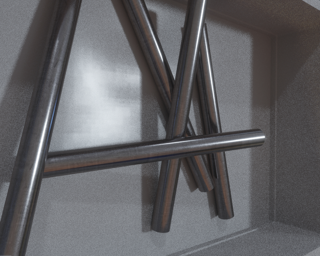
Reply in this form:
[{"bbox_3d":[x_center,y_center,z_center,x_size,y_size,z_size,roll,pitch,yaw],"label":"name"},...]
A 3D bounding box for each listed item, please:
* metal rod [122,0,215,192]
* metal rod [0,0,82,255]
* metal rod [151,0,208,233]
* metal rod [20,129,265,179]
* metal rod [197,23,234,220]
[{"bbox_3d":[0.015,-0.042,0.418,0.025,0.025,0.299,-36,112,-34],"label":"metal rod"},{"bbox_3d":[-0.108,-0.028,0.293,0.025,0.025,0.299,20,71,-38],"label":"metal rod"},{"bbox_3d":[0.024,-0.014,0.398,0.025,0.025,0.298,6,95,-40],"label":"metal rod"},{"bbox_3d":[0.001,0.026,0.362,0.303,0.025,0.025,-5,94,-26],"label":"metal rod"},{"bbox_3d":[0.080,-0.005,0.473,0.025,0.025,0.298,-17,101,-39],"label":"metal rod"}]
